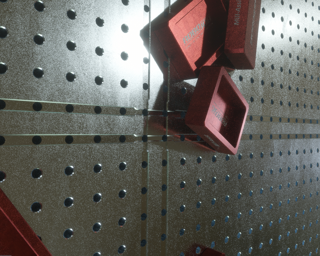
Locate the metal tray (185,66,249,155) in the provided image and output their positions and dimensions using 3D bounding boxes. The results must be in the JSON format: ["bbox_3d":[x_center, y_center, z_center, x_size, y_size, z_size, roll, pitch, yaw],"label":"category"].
[{"bbox_3d":[0.090,-0.022,0.461,0.130,0.030,0.090,37,67,-51],"label":"metal tray"}]

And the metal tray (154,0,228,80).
[{"bbox_3d":[0.059,-0.143,0.456,0.130,0.030,0.090,-49,119,-29],"label":"metal tray"}]

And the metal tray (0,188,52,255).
[{"bbox_3d":[-0.164,0.105,0.269,0.091,0.030,0.129,-40,115,-33],"label":"metal tray"}]

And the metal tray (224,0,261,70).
[{"bbox_3d":[0.136,-0.169,0.501,0.090,0.030,0.129,18,78,-62],"label":"metal tray"}]

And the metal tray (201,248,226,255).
[{"bbox_3d":[0.061,0.258,0.460,0.131,0.030,0.090,-37,113,-34],"label":"metal tray"}]
